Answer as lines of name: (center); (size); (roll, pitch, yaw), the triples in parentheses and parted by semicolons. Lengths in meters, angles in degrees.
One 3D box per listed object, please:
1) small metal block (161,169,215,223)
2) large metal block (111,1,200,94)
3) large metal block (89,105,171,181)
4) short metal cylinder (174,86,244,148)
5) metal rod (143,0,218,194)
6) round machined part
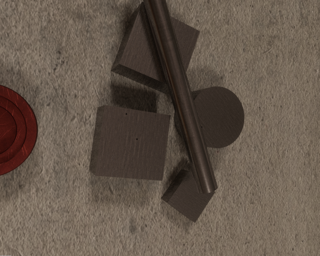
small metal block: (0.039, 0.092, 0.425); (0.050, 0.025, 0.050); (40, 77, -16)
large metal block: (-0.007, -0.098, 0.394); (0.080, 0.050, 0.080); (21, 83, -19)
large metal block: (-0.038, 0.019, 0.383); (0.081, 0.050, 0.080); (8, 87, -20)
short metal cylinder: (0.066, -0.014, 0.421); (0.081, 0.050, 0.079); (0, 90, -21)
metal rod: (0.017, -0.067, 0.363); (0.025, 0.025, 0.298); (-19, 97, -19)
round machined part: (-0.184, 0.002, 0.332); (0.099, 0.042, 0.097); (0, 90, -21)
